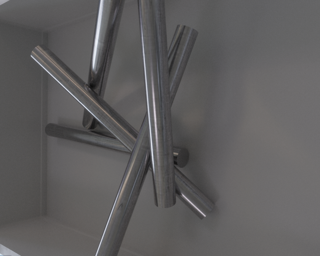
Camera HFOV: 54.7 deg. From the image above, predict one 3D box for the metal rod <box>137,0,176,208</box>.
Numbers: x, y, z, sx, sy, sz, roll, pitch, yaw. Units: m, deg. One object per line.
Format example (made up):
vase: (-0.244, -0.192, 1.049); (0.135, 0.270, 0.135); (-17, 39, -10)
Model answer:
metal rod: (-0.004, -0.056, 0.306); (0.025, 0.025, 0.298); (12, 115, 39)

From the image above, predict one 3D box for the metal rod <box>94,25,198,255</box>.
metal rod: (-0.020, 0.031, 0.354); (0.025, 0.025, 0.298); (23, 95, 37)

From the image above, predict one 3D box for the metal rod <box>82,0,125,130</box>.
metal rod: (-0.073, -0.079, 0.379); (0.025, 0.025, 0.298); (64, 153, 20)

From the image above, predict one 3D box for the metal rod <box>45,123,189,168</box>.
metal rod: (-0.086, 0.020, 0.478); (0.300, 0.025, 0.025); (8, 96, 39)

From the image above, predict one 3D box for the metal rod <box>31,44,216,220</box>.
metal rod: (-0.053, -0.002, 0.388); (0.300, 0.025, 0.025); (42, 117, 10)
